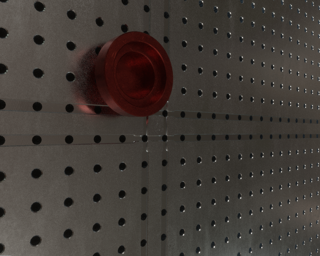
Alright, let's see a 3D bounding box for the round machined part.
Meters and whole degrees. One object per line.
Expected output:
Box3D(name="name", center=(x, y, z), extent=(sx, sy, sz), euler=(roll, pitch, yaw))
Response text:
Box3D(name="round machined part", center=(-0.034, -0.062, 0.371), extent=(0.099, 0.042, 0.097), euler=(0, 90, -40))
